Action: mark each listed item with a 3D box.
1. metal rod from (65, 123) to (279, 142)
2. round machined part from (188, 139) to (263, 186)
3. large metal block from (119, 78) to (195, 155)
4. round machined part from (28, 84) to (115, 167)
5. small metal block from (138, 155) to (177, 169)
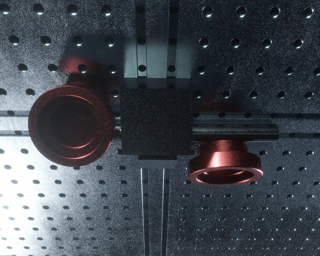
[{"bbox_3d":[0.006,0.006,0.418,0.302,0.025,0.025,0,130,-1],"label":"metal rod"},{"bbox_3d":[0.087,0.047,0.425,0.099,0.042,0.098,0,156,0],"label":"round machined part"},{"bbox_3d":[-0.004,-0.015,0.368,0.081,0.050,0.079,0,112,-1],"label":"large metal block"},{"bbox_3d":[-0.103,-0.005,0.378,0.099,0.042,0.097,0,104,-1],"label":"round machined part"},{"bbox_3d":[-0.003,0.039,0.432,0.050,0.025,0.050,0,159,-1],"label":"small metal block"}]
